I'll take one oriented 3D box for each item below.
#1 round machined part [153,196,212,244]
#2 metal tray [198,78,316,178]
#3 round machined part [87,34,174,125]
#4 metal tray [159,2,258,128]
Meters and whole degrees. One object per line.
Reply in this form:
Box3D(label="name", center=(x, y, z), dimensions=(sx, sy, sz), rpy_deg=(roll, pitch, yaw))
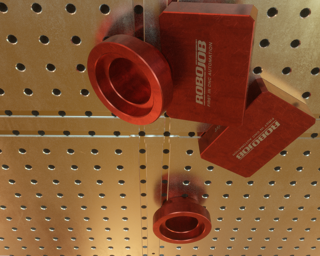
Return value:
Box3D(label="round machined part", center=(0.037, 0.155, 0.534), dimensions=(0.099, 0.042, 0.097), rpy_deg=(-1, 130, 0))
Box3D(label="metal tray", center=(0.125, 0.006, 0.416), dimensions=(0.090, 0.030, 0.129), rpy_deg=(25, 126, -20))
Box3D(label="round machined part", center=(-0.027, -0.055, 0.335), dimensions=(0.098, 0.042, 0.097), rpy_deg=(23, 137, 23))
Box3D(label="metal tray", center=(0.050, -0.064, 0.335), dimensions=(0.090, 0.030, 0.129), rpy_deg=(9, 132, 17))
